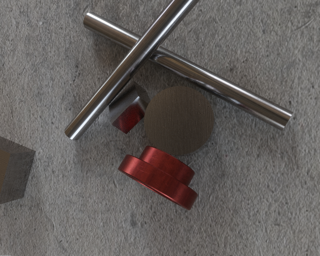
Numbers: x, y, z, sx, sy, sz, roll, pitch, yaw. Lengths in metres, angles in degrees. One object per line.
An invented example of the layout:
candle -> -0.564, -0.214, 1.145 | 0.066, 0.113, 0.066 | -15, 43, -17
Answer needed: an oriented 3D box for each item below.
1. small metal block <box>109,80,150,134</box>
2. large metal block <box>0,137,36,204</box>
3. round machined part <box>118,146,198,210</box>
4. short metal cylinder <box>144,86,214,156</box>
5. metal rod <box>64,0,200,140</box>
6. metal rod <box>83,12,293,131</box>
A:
small metal block -> -0.040, -0.028, 0.407 | 0.050, 0.050, 0.025 | -44, 121, 14
large metal block -> -0.253, 0.062, 0.483 | 0.080, 0.050, 0.080 | 19, 96, 18
round machined part -> 0.002, 0.056, 0.373 | 0.098, 0.098, 0.042 | 26, 77, 17
short metal cylinder -> 0.025, -0.006, 0.378 | 0.080, 0.050, 0.080 | -1, 83, 10
metal rod -> -0.031, -0.088, 0.394 | 0.299, 0.025, 0.025 | -45, 76, 24
metal rod -> 0.023, -0.081, 0.400 | 0.301, 0.025, 0.025 | 31, 100, 17
